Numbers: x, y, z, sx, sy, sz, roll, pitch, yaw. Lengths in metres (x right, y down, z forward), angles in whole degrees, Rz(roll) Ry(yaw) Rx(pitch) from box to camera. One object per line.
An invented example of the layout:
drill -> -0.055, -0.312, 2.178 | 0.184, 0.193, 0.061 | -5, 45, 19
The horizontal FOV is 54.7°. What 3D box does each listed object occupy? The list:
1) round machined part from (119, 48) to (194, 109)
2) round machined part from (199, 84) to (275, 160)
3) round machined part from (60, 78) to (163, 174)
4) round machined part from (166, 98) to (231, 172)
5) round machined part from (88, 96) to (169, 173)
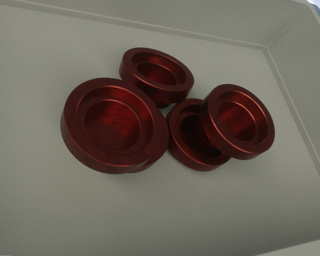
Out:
round machined part -> -0.007, -0.063, 0.415 | 0.099, 0.042, 0.098 | 16, 38, -13
round machined part -> 0.092, -0.004, 0.391 | 0.099, 0.042, 0.098 | 14, 56, -21
round machined part -> -0.050, 0.001, 0.312 | 0.099, 0.042, 0.098 | 14, 56, -21
round machined part -> 0.048, 0.012, 0.411 | 0.099, 0.042, 0.098 | 14, 56, -21
round machined part -> -0.042, 0.008, 0.365 | 0.099, 0.042, 0.098 | 14, 56, -21
